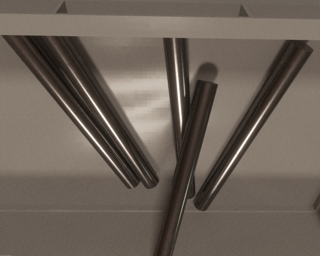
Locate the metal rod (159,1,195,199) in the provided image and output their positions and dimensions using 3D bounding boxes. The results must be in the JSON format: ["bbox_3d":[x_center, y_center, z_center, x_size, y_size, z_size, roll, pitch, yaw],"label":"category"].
[{"bbox_3d":[0.028,-0.008,0.402,0.025,0.025,0.298,-5,130,4],"label":"metal rod"}]

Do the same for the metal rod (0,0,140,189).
[{"bbox_3d":[-0.103,-0.019,0.390,0.025,0.025,0.299,-19,128,15],"label":"metal rod"}]

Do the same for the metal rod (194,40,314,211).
[{"bbox_3d":[0.112,0.020,0.427,0.025,0.025,0.298,13,129,-11],"label":"metal rod"}]

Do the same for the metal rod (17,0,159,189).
[{"bbox_3d":[-0.070,-0.021,0.390,0.025,0.025,0.299,-18,128,14],"label":"metal rod"}]

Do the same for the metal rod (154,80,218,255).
[{"bbox_3d":[0.025,0.086,0.404,0.025,0.025,0.298,10,105,-9],"label":"metal rod"}]
